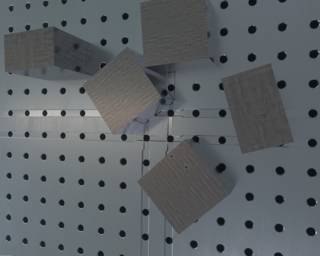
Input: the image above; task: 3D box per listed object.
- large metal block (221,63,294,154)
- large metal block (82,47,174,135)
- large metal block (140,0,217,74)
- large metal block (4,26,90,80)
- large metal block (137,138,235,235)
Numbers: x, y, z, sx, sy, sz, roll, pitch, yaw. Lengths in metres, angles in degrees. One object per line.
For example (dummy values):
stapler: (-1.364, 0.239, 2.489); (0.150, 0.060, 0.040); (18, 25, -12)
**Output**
large metal block: (0.109, -0.019, 0.345); (0.050, 0.080, 0.080); (-16, 85, 19)
large metal block: (-0.042, -0.047, 0.415); (0.080, 0.050, 0.080); (-36, 79, 16)
large metal block: (0.024, -0.117, 0.391); (0.080, 0.050, 0.080); (-4, 89, 20)
large metal block: (-0.157, -0.102, 0.440); (0.080, 0.080, 0.050); (-2, 89, 20)
large metal block: (0.034, 0.070, 0.388); (0.080, 0.050, 0.080); (-43, 77, 15)
